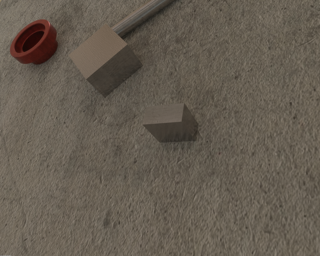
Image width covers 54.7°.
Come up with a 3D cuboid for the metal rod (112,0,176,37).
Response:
[{"bbox_3d":[-0.010,-0.211,0.537,0.300,0.025,0.025,-33,52,6],"label":"metal rod"}]

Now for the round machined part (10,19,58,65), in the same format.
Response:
[{"bbox_3d":[-0.247,-0.167,0.621,0.098,0.042,0.098,-13,56,20],"label":"round machined part"}]

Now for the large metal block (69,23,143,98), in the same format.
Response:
[{"bbox_3d":[-0.088,-0.109,0.499,0.080,0.050,0.080,-40,51,0],"label":"large metal block"}]

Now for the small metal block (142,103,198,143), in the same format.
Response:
[{"bbox_3d":[0.014,-0.005,0.382,0.050,0.050,0.025,-4,60,26],"label":"small metal block"}]
